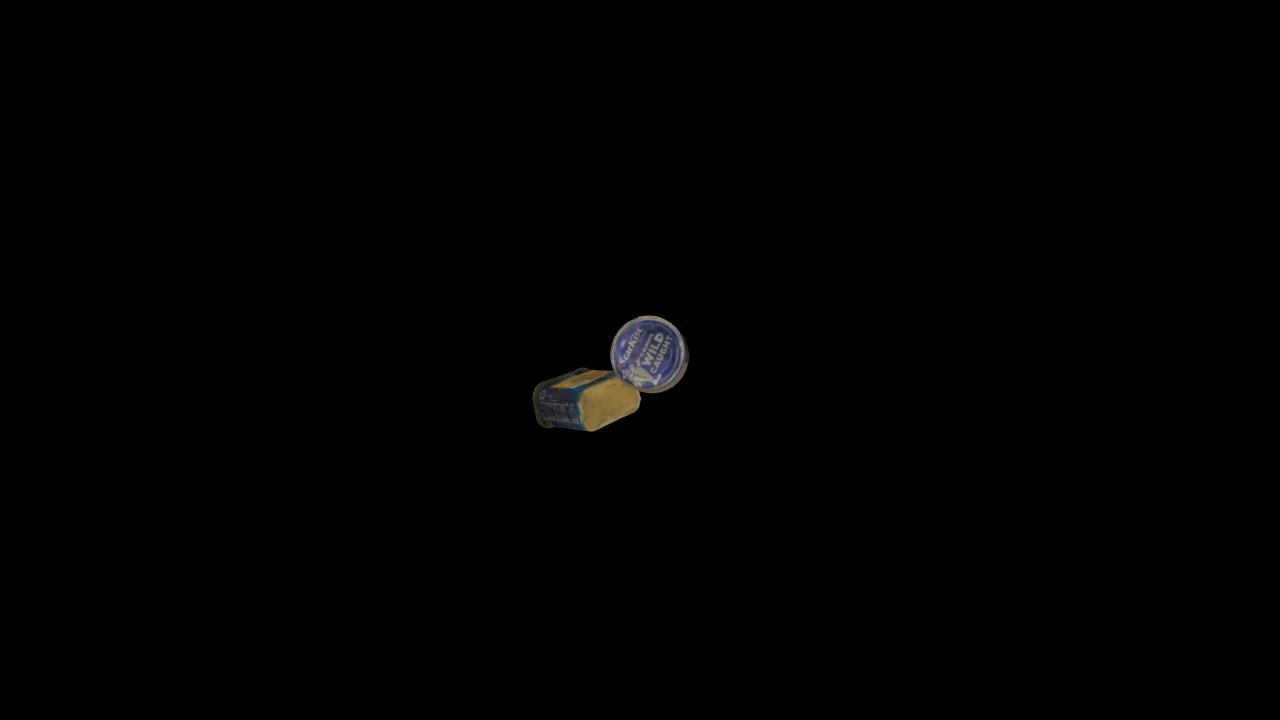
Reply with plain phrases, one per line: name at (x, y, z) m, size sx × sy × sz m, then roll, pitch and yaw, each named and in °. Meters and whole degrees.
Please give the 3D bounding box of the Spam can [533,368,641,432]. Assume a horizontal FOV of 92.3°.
Spam can at (-0.062, 0.046, 0.739) m, size 0.085 × 0.058 × 0.101 m, roll 0°, pitch 15°, yaw 43°

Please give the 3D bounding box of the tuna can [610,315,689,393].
tuna can at (0.011, -0.005, 0.683) m, size 0.084 × 0.084 × 0.034 m, roll 0°, pitch -9°, yaw 15°
